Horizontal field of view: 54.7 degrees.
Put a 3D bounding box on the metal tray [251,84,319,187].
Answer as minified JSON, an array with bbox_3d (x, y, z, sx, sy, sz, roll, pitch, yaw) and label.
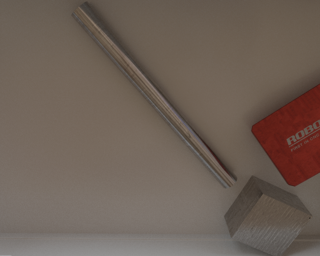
[{"bbox_3d":[0.195,0.003,0.389,0.130,0.030,0.090,-34,74,11],"label":"metal tray"}]

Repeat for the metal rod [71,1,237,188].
[{"bbox_3d":[0.003,-0.031,0.399,0.025,0.025,0.300,-38,106,12],"label":"metal rod"}]

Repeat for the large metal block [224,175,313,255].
[{"bbox_3d":[0.153,0.128,0.447,0.080,0.050,0.080,25,108,-10],"label":"large metal block"}]
